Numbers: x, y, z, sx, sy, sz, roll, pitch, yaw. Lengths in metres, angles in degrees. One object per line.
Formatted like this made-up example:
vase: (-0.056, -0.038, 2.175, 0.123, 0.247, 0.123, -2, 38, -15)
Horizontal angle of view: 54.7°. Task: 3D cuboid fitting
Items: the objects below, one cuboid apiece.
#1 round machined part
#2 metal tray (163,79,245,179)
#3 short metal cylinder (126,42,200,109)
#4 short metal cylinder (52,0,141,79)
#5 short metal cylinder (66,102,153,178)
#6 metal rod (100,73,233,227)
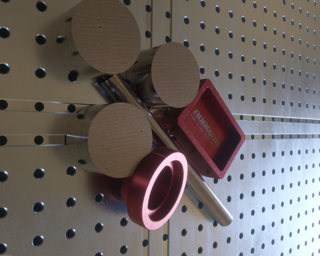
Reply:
round machined part: (-0.009, 0.069, 0.376, 0.099, 0.042, 0.097, -34, 133, -47)
metal tray: (0.071, 0.003, 0.464, 0.130, 0.030, 0.090, 51, 61, -28)
short metal cylinder: (0.005, -0.065, 0.396, 0.081, 0.050, 0.080, 0, 90, -40)
short metal cylinder: (-0.068, -0.095, 0.335, 0.081, 0.050, 0.080, 0, 90, -40)
short metal cylinder: (-0.056, 0.013, 0.346, 0.081, 0.050, 0.080, 0, 90, -40)
metal rod: (0.023, 0.043, 0.429, 0.300, 0.025, 0.025, 52, 60, -27)
